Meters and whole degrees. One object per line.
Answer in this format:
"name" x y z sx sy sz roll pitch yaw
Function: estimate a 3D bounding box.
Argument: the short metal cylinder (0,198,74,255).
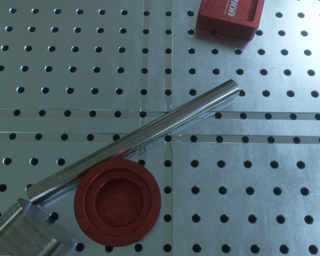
"short metal cylinder" -0.142 0.122 0.336 0.080 0.080 0.050 39 75 12

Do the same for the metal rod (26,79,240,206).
"metal rod" -0.026 0.014 0.406 0.302 0.025 0.025 -29 73 -11

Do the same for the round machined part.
"round machined part" -0.048 0.089 0.370 0.099 0.042 0.098 0 70 -1

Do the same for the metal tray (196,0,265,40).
"metal tray" 0.117 -0.208 0.486 0.090 0.030 0.130 16 71 5
